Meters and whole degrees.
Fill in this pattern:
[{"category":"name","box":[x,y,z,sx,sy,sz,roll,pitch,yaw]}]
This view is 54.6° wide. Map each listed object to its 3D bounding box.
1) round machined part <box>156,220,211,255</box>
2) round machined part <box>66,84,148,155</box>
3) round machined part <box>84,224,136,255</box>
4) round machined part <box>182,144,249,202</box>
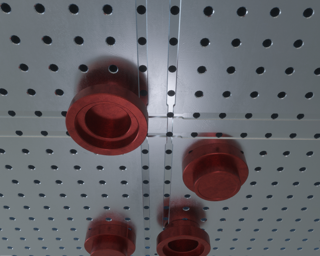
[{"category":"round machined part","box":[0.043,0.207,0.577,0.099,0.042,0.097,0,130,0]},{"category":"round machined part","box":[-0.063,-0.014,0.388,0.099,0.042,0.097,0,130,0]},{"category":"round machined part","box":[-0.096,0.231,0.596,0.099,0.042,0.097,0,130,0]},{"category":"round machined part","box":[0.083,0.073,0.463,0.099,0.042,0.097,0,130,0]}]
